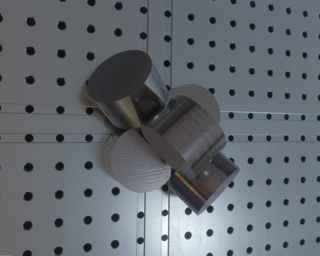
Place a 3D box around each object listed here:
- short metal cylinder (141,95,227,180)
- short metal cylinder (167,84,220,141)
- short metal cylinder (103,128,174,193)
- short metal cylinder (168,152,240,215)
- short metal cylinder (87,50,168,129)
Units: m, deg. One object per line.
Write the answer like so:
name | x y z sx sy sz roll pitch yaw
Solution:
short metal cylinder | 0.025 0.010 0.339 0.050 0.080 0.080 -43 104 -15
short metal cylinder | 0.032 -0.016 0.411 0.081 0.050 0.079 0 90 -21
short metal cylinder | -0.027 0.037 0.390 0.081 0.050 0.079 0 90 -21
short metal cylinder | 0.057 0.065 0.398 0.080 0.080 0.050 -42 68 -15
short metal cylinder | -0.037 -0.045 0.363 0.080 0.080 0.050 -48 139 -14
